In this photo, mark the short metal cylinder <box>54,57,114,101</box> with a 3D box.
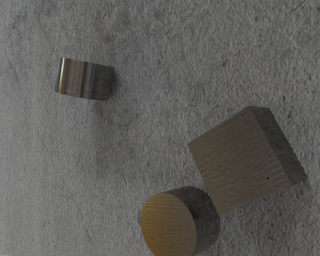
[{"bbox_3d":[-0.112,-0.073,0.462,0.080,0.081,0.050,18,102,38],"label":"short metal cylinder"}]

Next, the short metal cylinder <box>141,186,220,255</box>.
[{"bbox_3d":[0.024,0.113,0.369,0.080,0.050,0.079,0,90,40],"label":"short metal cylinder"}]

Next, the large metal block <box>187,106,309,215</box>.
[{"bbox_3d":[0.087,0.033,0.317,0.080,0.050,0.080,-35,69,34],"label":"large metal block"}]
